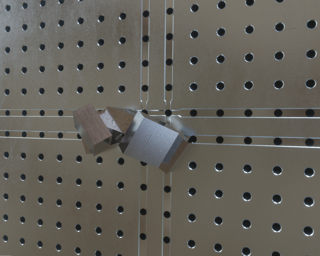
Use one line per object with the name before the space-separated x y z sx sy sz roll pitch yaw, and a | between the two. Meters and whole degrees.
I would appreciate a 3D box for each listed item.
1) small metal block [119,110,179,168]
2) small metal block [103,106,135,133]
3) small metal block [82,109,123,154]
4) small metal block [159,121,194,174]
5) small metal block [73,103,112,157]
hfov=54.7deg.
small metal block | -0.014 0.014 0.375 0.050 0.025 0.050 25 101 -27
small metal block | -0.041 -0.008 0.413 0.050 0.050 0.025 20 97 18
small metal block | -0.085 0.005 0.441 0.050 0.025 0.050 -20 83 18
small metal block | 0.007 0.024 0.409 0.050 0.025 0.050 37 102 16
small metal block | -0.087 0.003 0.399 0.025 0.050 0.050 -30 78 -22
